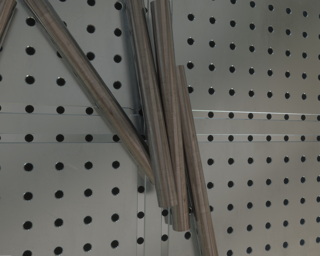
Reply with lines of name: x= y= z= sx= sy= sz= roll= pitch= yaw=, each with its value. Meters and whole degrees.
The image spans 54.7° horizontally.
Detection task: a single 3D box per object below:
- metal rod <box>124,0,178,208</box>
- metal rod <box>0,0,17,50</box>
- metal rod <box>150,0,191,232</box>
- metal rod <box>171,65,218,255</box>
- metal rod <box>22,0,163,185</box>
metal rod: x=-0.014 y=-0.051 z=0.392 sx=0.025 sy=0.025 sz=0.298 roll=-9 pitch=87 yaw=-20
metal rod: x=-0.217 y=-0.004 z=0.332 sx=0.025 sy=0.025 sz=0.299 roll=19 pitch=84 yaw=-20
metal rod: x=0.015 y=-0.010 z=0.406 sx=0.025 sy=0.025 sz=0.298 roll=-8 pitch=98 yaw=-20
metal rod: x=0.048 y=0.063 z=0.431 sx=0.025 sy=0.025 sz=0.298 roll=-12 pitch=94 yaw=-20
metal rod: x=-0.082 y=-0.054 z=0.382 sx=0.025 sy=0.025 sz=0.299 roll=-37 pitch=102 yaw=-16
